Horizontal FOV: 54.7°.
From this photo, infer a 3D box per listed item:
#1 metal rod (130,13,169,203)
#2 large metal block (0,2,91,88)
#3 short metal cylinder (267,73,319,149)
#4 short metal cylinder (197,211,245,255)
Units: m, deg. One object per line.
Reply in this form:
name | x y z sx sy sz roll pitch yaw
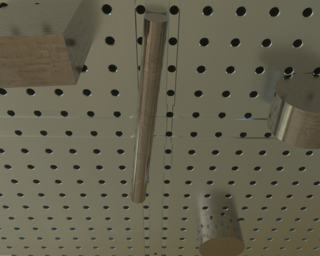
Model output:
metal rod | -0.020 0.000 0.411 0.025 0.025 0.298 5 130 -4
large metal block | -0.119 -0.083 0.303 0.080 0.080 0.050 -2 130 2
short metal cylinder | 0.170 -0.021 0.359 0.080 0.080 0.050 -1 130 1
short metal cylinder | 0.109 0.196 0.563 0.081 0.050 0.079 0 130 0
